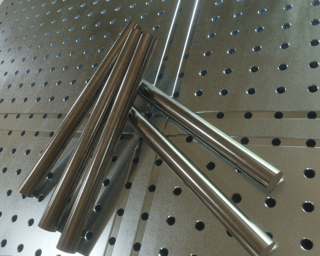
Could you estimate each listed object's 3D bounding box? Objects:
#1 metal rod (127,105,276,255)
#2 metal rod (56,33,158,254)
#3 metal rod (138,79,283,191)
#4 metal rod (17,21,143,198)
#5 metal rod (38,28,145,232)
[{"bbox_3d":[0.014,0.033,0.379,0.025,0.025,0.300,-44,51,-2],"label":"metal rod"},{"bbox_3d":[-0.065,0.011,0.408,0.025,0.025,0.299,12,75,33],"label":"metal rod"},{"bbox_3d":[0.024,-0.020,0.406,0.025,0.025,0.300,-47,52,-5],"label":"metal rod"},{"bbox_3d":[-0.117,-0.032,0.465,0.025,0.025,0.299,28,83,37],"label":"metal rod"},{"bbox_3d":[-0.089,-0.004,0.430,0.025,0.025,0.299,16,78,34],"label":"metal rod"}]
